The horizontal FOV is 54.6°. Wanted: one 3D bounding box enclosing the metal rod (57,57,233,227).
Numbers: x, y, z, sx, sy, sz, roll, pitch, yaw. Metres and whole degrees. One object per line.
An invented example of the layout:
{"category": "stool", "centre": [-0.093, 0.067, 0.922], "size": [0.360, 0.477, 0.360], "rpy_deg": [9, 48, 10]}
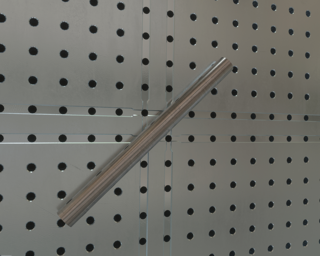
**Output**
{"category": "metal rod", "centre": [-0.009, 0.009, 0.408], "size": [0.301, 0.025, 0.025], "rpy_deg": [-44, 104, -15]}
